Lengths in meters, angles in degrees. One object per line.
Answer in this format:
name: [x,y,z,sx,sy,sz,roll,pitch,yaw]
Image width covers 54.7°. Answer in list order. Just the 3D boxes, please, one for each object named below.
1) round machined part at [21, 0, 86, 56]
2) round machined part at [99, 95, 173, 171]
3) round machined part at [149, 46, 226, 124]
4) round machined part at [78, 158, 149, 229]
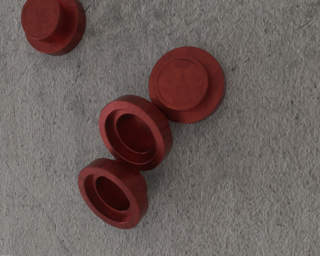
round machined part: [-0.163,-0.159,0.458,0.098,0.042,0.097,0,90,20]
round machined part: [-0.026,0.003,0.395,0.098,0.042,0.097,17,125,26]
round machined part: [0.031,-0.054,0.389,0.098,0.042,0.097,0,90,20]
round machined part: [-0.056,0.080,0.405,0.098,0.042,0.097,17,126,26]
